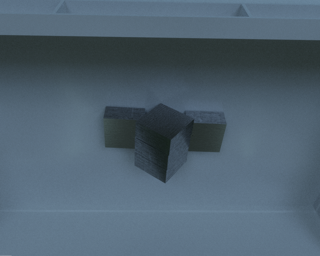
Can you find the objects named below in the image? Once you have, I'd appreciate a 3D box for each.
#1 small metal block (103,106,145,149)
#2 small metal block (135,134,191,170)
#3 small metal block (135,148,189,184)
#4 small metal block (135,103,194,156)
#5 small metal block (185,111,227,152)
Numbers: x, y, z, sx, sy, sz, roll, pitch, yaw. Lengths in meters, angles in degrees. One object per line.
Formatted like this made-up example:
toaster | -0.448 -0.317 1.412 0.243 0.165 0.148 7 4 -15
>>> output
small metal block | -0.046 0.000 0.407 0.050 0.025 0.050 3 130 -3
small metal block | 0.004 0.019 0.394 0.050 0.050 0.025 27 135 25
small metal block | 0.002 0.038 0.410 0.050 0.050 0.025 27 135 25
small metal block | 0.006 0.000 0.377 0.050 0.050 0.025 27 134 25
small metal block | 0.057 0.005 0.413 0.050 0.025 0.050 2 130 -3
